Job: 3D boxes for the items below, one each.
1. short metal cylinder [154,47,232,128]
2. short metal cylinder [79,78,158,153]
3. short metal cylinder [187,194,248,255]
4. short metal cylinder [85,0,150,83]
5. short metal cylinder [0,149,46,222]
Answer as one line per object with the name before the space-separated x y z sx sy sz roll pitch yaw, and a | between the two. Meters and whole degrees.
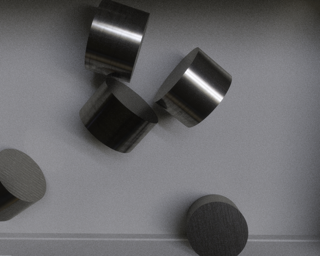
short metal cylinder | 0.038 -0.047 0.365 0.050 0.080 0.080 38 106 -13
short metal cylinder | -0.049 -0.016 0.376 0.080 0.080 0.050 39 106 -13
short metal cylinder | 0.078 0.138 0.435 0.080 0.050 0.080 0 89 4
short metal cylinder | -0.047 -0.096 0.346 0.050 0.080 0.079 17 109 -6
short metal cylinder | -0.199 0.074 0.407 0.050 0.080 0.080 -34 107 12
